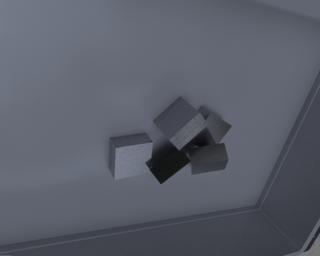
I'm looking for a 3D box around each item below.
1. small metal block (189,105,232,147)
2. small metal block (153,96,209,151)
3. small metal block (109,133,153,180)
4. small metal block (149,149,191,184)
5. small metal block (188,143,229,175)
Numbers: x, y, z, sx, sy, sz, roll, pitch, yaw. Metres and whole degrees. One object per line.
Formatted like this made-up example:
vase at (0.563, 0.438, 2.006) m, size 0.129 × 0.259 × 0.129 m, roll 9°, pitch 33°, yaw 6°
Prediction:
small metal block at (0.068, 0.002, 0.449) m, size 0.050 × 0.025 × 0.050 m, roll 26°, pitch 104°, yaw -38°
small metal block at (0.026, -0.007, 0.404) m, size 0.050 × 0.050 × 0.025 m, roll -42°, pitch 130°, yaw 1°
small metal block at (-0.039, 0.037, 0.412) m, size 0.050 × 0.025 × 0.050 m, roll -8°, pitch 122°, yaw -25°
small metal block at (0.015, 0.053, 0.434) m, size 0.050 × 0.025 × 0.050 m, roll -37°, pitch 171°, yaw -3°
small metal block at (0.068, 0.045, 0.444) m, size 0.050 × 0.025 × 0.050 m, roll -10°, pitch 157°, yaw 1°
